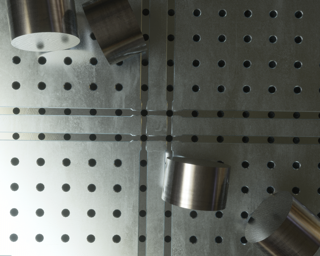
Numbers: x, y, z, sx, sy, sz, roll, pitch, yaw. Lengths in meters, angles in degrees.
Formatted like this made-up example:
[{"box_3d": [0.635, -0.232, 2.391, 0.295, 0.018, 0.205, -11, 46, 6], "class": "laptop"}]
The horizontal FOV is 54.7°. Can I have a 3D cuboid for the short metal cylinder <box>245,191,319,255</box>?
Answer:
[{"box_3d": [0.154, 0.126, 0.387, 0.050, 0.080, 0.080, 41, 90, 0], "class": "short metal cylinder"}]

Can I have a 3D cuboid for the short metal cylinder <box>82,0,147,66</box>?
[{"box_3d": [-0.055, -0.125, 0.385, 0.050, 0.080, 0.080, -24, 90, 0], "class": "short metal cylinder"}]

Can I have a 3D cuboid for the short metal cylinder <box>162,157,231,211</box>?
[{"box_3d": [0.045, 0.067, 0.386, 0.080, 0.080, 0.050, 7, 90, 0], "class": "short metal cylinder"}]

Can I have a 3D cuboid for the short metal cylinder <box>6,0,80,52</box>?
[{"box_3d": [-0.144, -0.130, 0.384, 0.080, 0.080, 0.050, -8, 90, 0], "class": "short metal cylinder"}]
